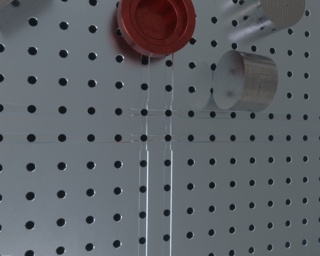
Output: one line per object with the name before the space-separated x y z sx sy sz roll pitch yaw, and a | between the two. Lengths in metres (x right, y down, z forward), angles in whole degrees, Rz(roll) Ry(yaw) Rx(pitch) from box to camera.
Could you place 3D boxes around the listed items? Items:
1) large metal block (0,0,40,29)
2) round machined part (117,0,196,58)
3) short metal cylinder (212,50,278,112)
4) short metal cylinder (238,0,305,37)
large metal block | -0.175 -0.169 0.334 0.080 0.050 0.080 -45 104 -15
round machined part | -0.007 -0.140 0.401 0.099 0.042 0.097 0 90 -20
short metal cylinder | 0.114 -0.063 0.425 0.050 0.080 0.080 4 89 -20
short metal cylinder | 0.165 -0.182 0.460 0.081 0.050 0.079 0 90 -20
